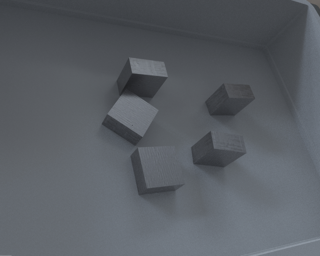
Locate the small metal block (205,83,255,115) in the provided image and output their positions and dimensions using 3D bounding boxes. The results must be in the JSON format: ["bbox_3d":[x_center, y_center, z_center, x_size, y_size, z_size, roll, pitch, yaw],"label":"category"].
[{"bbox_3d":[0.106,-0.042,0.472,0.050,0.050,0.025,-1,63,-29],"label":"small metal block"}]

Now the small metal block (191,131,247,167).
[{"bbox_3d":[0.077,0.029,0.413,0.050,0.050,0.025,9,58,-24],"label":"small metal block"}]

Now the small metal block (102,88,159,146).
[{"bbox_3d":[-0.037,-0.014,0.394,0.050,0.025,0.050,34,51,-6],"label":"small metal block"}]

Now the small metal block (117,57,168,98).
[{"bbox_3d":[-0.025,-0.066,0.416,0.050,0.050,0.025,1,62,-28],"label":"small metal block"}]

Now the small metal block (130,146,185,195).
[{"bbox_3d":[-0.003,0.050,0.373,0.050,0.025,0.050,-1,62,-29],"label":"small metal block"}]
